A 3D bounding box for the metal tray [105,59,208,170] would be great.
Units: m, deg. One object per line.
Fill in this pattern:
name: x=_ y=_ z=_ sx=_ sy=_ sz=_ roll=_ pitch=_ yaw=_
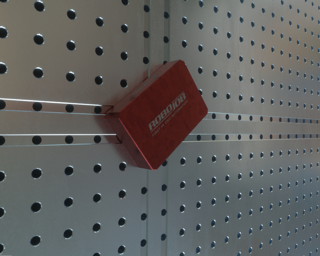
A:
metal tray: x=0.002 y=-0.019 z=0.410 sx=0.131 sy=0.030 sz=0.090 roll=-45 pitch=117 yaw=-31
